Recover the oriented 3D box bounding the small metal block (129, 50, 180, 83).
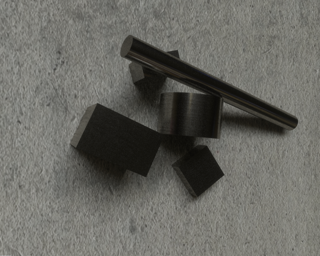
[{"bbox_3d":[-0.007,-0.077,0.394,0.050,0.050,0.025,-15,95,-20],"label":"small metal block"}]

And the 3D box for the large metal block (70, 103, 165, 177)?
[{"bbox_3d":[-0.053,0.013,0.361,0.080,0.080,0.050,26,81,-19],"label":"large metal block"}]

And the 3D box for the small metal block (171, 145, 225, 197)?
[{"bbox_3d":[0.053,0.058,0.430,0.050,0.025,0.050,-35,102,-17],"label":"small metal block"}]

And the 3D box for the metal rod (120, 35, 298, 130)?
[{"bbox_3d":[0.086,-0.047,0.406,0.302,0.025,0.025,18,84,-33],"label":"metal rod"}]

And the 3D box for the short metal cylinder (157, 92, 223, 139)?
[{"bbox_3d":[0.039,-0.014,0.395,0.081,0.080,0.050,6,88,-20],"label":"short metal cylinder"}]
